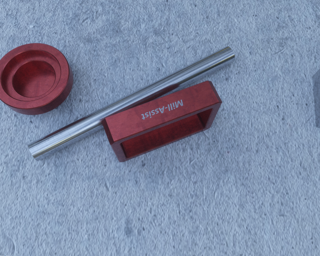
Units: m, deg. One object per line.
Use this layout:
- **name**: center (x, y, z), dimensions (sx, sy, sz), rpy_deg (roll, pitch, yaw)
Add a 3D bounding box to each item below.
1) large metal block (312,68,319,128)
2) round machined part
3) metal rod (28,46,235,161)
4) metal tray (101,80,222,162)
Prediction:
- **large metal block**: center (0.258, -0.042, 0.414), dimensions (0.080, 0.050, 0.080), rpy_deg (6, 70, 1)
- **round machined part**: center (-0.167, -0.062, 0.420), dimensions (0.099, 0.042, 0.098), rpy_deg (0, 70, -1)
- **metal rod**: center (-0.030, -0.038, 0.421), dimensions (0.302, 0.025, 0.025), rpy_deg (-28, 73, -10)
- **metal tray**: center (0.003, -0.005, 0.375), dimensions (0.131, 0.090, 0.030), rpy_deg (-21, 72, -8)
